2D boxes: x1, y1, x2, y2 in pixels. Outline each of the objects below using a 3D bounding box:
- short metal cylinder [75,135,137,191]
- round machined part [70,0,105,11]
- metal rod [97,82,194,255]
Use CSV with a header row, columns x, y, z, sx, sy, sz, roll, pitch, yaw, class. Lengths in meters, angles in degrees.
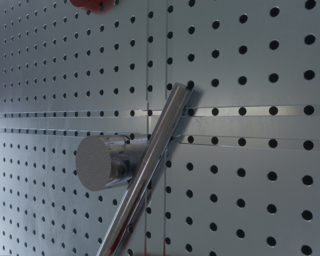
x,y,z,sx,sy,sz,roll,pitch,yaw,class
-0.080,0.050,0.460,0.080,0.050,0.080,0,90,40,short metal cylinder
-0.123,-0.244,0.500,0.098,0.042,0.097,0,90,40,round machined part
-0.029,0.077,0.433,0.025,0.025,0.298,38,113,33,metal rod
